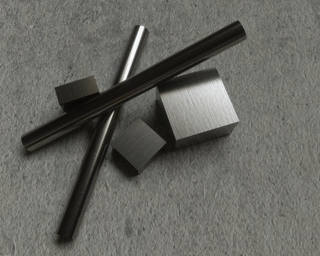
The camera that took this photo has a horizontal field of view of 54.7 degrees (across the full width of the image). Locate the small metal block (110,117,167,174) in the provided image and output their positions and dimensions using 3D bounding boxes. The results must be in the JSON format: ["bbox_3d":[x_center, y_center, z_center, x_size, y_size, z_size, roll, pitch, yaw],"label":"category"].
[{"bbox_3d":[-0.027,0.023,0.399,0.050,0.025,0.050,42,75,13],"label":"small metal block"}]

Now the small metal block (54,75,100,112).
[{"bbox_3d":[-0.104,-0.039,0.408,0.050,0.050,0.025,-19,71,-7],"label":"small metal block"}]

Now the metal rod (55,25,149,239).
[{"bbox_3d":[-0.069,-0.009,0.410,0.025,0.025,0.299,15,70,5],"label":"metal rod"}]

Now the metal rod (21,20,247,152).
[{"bbox_3d":[-0.037,-0.048,0.382,0.301,0.025,0.025,-27,72,7],"label":"metal rod"}]

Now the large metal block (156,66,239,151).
[{"bbox_3d":[0.045,-0.024,0.404,0.081,0.050,0.080,-17,71,-6],"label":"large metal block"}]
